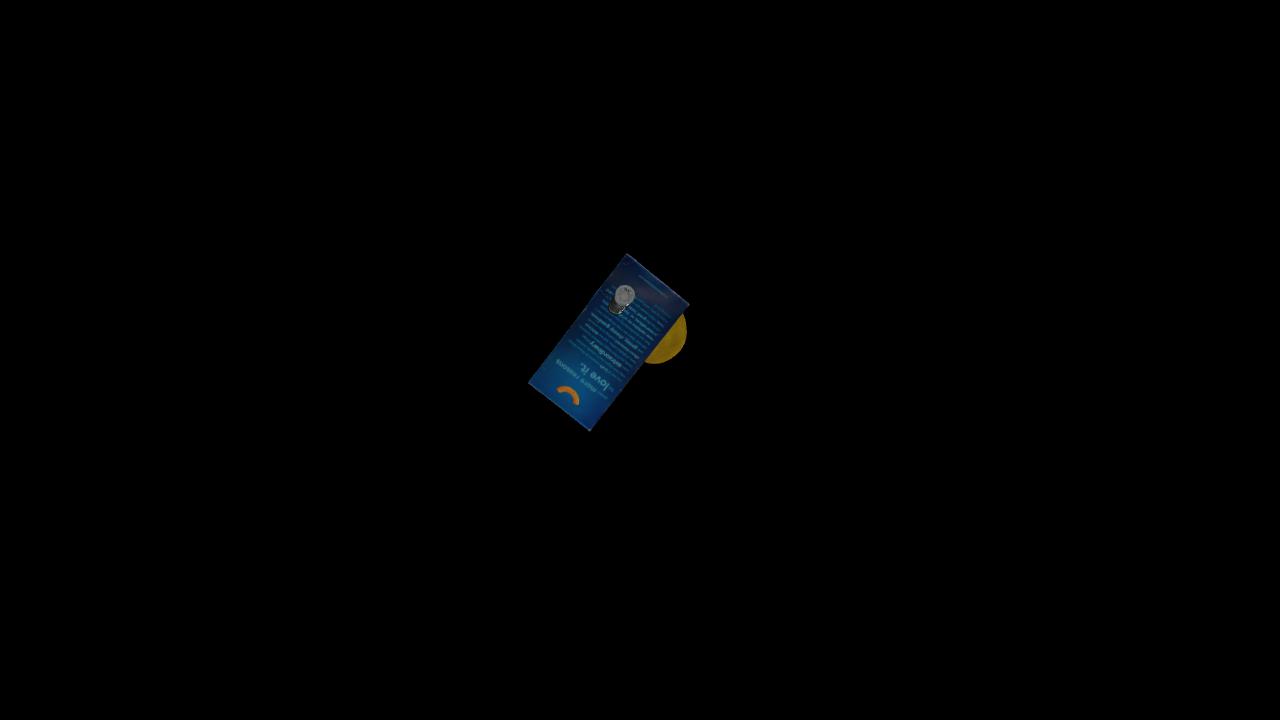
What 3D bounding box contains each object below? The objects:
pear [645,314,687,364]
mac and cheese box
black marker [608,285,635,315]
[{"bbox_3d":[-0.001,-0.032,0.739,0.111,0.080,0.080,-3,1,-24],"label":"pear"},{"bbox_3d":[-0.035,-0.020,0.704,0.093,0.184,0.041,38,6,-3],"label":"mac and cheese box"},{"bbox_3d":[-0.022,-0.060,0.643,0.020,0.020,0.121,0,-2,-8],"label":"black marker"}]
